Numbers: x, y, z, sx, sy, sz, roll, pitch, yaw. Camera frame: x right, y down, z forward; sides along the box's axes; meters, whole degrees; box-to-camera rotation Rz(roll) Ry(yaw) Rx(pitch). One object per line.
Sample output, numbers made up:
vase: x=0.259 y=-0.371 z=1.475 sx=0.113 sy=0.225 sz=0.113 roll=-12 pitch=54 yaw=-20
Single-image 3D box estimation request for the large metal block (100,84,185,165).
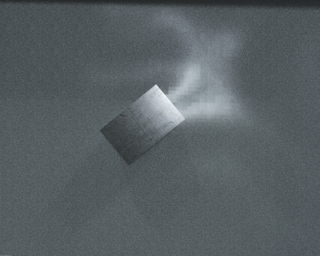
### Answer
large metal block: x=-0.019 y=-0.004 z=0.381 sx=0.080 sy=0.080 sz=0.050 roll=-40 pitch=90 yaw=0
